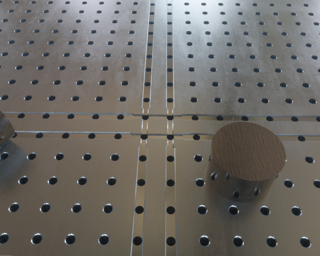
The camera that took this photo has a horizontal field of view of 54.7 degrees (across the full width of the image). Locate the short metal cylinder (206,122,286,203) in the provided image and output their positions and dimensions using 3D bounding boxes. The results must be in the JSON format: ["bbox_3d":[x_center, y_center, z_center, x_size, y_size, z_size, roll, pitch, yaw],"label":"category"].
[{"bbox_3d":[0.097,0.039,0.359,0.081,0.050,0.080,0,50,0],"label":"short metal cylinder"}]

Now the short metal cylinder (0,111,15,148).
[{"bbox_3d":[-0.226,0.000,0.370,0.080,0.080,0.050,21,53,16],"label":"short metal cylinder"}]
